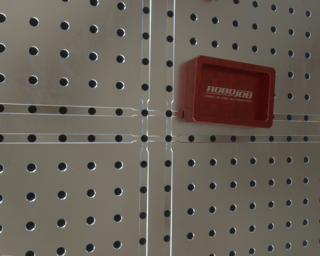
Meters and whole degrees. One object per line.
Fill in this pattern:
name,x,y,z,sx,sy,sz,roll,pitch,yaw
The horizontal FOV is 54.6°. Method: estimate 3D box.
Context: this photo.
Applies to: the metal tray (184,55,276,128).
metal tray,0.102,-0.049,0.446,0.131,0.030,0.090,4,89,-20
